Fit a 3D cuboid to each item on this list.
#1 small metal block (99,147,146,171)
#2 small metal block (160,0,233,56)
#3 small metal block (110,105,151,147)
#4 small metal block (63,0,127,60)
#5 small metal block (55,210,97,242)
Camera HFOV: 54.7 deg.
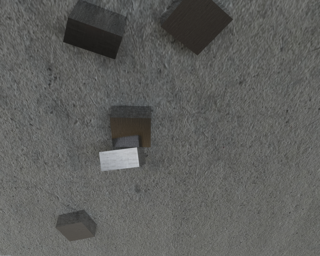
[{"bbox_3d":[-0.050,0.041,0.423,0.050,0.050,0.025,-8,87,6],"label":"small metal block"},{"bbox_3d":[0.036,-0.111,0.313,0.050,0.025,0.050,32,123,-24],"label":"small metal block"},{"bbox_3d":[-0.037,-0.002,0.405,0.050,0.025,0.050,1,130,-1],"label":"small metal block"},{"bbox_3d":[-0.062,-0.098,0.306,0.050,0.050,0.025,16,128,-14],"label":"small metal block"},{"bbox_3d":[-0.149,0.176,0.555,0.050,0.025,0.050,-15,129,12],"label":"small metal block"}]
